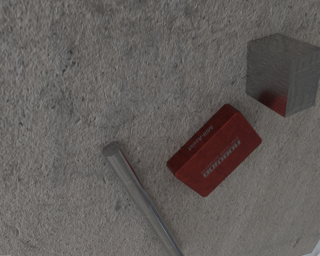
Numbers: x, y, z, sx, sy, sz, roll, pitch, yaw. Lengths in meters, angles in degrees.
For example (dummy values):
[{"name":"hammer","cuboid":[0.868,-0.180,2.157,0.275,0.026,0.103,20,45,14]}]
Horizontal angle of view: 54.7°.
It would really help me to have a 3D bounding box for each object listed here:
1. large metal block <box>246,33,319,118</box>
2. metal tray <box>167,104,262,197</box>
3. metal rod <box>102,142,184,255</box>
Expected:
[{"name":"large metal block","cuboid":[0.162,-0.073,0.415,0.050,0.080,0.080,-21,127,-16]},{"name":"metal tray","cuboid":[0.085,0.037,0.473,0.130,0.030,0.090,-46,129,3]},{"name":"metal rod","cuboid":[-0.013,0.134,0.482,0.025,0.025,0.299,-31,129,-9]}]
